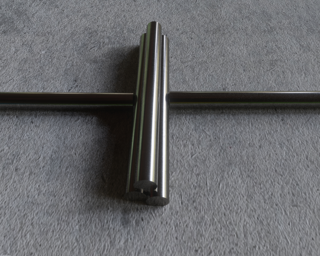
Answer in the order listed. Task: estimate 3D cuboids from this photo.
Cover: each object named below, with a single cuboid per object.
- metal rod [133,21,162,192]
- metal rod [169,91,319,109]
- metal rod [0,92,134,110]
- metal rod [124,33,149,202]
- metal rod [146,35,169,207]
[{"bbox_3d":[-0.013,-0.053,0.423,0.025,0.025,0.300,1,50,0],"label":"metal rod"},{"bbox_3d":[0.164,-0.040,0.440,0.302,0.025,0.025,0,50,-1],"label":"metal rod"},{"bbox_3d":[-0.188,-0.038,0.434,0.302,0.025,0.025,0,50,0],"label":"metal rod"},{"bbox_3d":[-0.024,-0.039,0.438,0.025,0.025,0.300,1,50,0],"label":"metal rod"},{"bbox_3d":[0.000,-0.034,0.434,0.025,0.025,0.300,1,50,0],"label":"metal rod"}]
